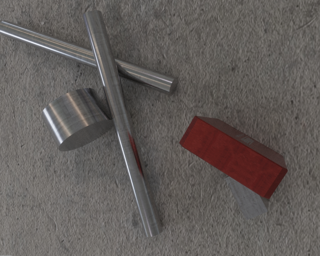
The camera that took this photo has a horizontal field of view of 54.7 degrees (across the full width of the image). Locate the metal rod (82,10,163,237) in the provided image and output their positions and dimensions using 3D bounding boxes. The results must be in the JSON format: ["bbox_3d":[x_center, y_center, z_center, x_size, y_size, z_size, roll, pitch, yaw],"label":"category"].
[{"bbox_3d":[-0.048,-0.004,0.408,0.025,0.025,0.298,-15,92,19],"label":"metal rod"}]

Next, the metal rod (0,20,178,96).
[{"bbox_3d":[-0.115,-0.107,0.449,0.301,0.025,0.025,22,97,18],"label":"metal rod"}]

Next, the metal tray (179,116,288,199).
[{"bbox_3d":[0.082,0.024,0.324,0.090,0.130,0.030,32,101,17],"label":"metal tray"}]

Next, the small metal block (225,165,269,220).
[{"bbox_3d":[0.102,0.072,0.360,0.025,0.050,0.050,-30,81,18],"label":"small metal block"}]

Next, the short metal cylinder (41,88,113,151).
[{"bbox_3d":[-0.110,-0.010,0.419,0.080,0.080,0.050,-34,79,17],"label":"short metal cylinder"}]
